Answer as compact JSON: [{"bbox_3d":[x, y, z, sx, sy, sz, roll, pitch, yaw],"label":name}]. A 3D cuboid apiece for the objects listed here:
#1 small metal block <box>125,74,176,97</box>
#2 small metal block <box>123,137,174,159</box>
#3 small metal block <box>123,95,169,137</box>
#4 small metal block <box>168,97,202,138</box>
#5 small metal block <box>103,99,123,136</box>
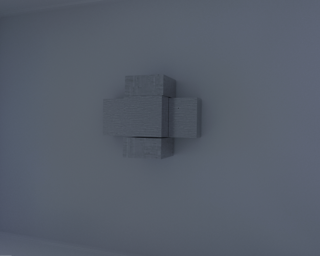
[{"bbox_3d":[-0.011,-0.052,0.399,0.050,0.050,0.025,1,91,20],"label":"small metal block"},{"bbox_3d":[-0.014,0.024,0.399,0.050,0.050,0.025,1,91,20],"label":"small metal block"},{"bbox_3d":[-0.017,-0.014,0.387,0.050,0.025,0.050,1,90,19],"label":"small metal block"},{"bbox_3d":[0.026,-0.013,0.400,0.050,0.025,0.050,1,90,19],"label":"small metal block"},{"bbox_3d":[-0.050,-0.014,0.426,0.050,0.025,0.050,1,90,20],"label":"small metal block"}]
